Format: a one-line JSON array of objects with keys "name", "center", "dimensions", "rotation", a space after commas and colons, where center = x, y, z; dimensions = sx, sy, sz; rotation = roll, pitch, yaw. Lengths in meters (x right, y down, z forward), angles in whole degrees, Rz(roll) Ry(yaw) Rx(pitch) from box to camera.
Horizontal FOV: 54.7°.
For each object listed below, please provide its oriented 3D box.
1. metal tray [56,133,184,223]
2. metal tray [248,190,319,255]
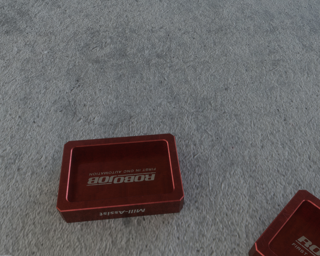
[{"name": "metal tray", "center": [-0.044, 0.054, 0.353], "dimensions": [0.131, 0.030, 0.090], "rotation": [-4, 50, -4]}, {"name": "metal tray", "center": [0.164, 0.131, 0.290], "dimensions": [0.091, 0.030, 0.130], "rotation": [-37, 59, -27]}]
